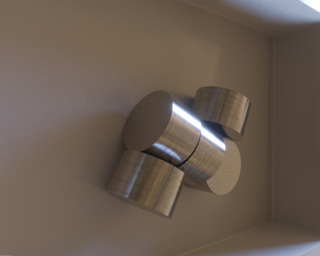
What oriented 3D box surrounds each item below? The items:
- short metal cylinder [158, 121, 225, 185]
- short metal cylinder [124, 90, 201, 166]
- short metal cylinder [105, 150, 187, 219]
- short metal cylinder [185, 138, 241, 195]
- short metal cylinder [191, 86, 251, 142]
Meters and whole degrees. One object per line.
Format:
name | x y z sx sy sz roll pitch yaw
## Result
short metal cylinder | 0.036 0.027 0.402 0.050 0.080 0.080 34 69 -36
short metal cylinder | 0.002 0.002 0.372 0.050 0.080 0.080 32 70 -36
short metal cylinder | -0.016 0.065 0.358 0.080 0.080 0.050 36 68 -35
short metal cylinder | 0.073 0.053 0.452 0.081 0.050 0.079 0 90 -40
short metal cylinder | 0.083 -0.018 0.441 0.080 0.080 0.050 29 72 -37
